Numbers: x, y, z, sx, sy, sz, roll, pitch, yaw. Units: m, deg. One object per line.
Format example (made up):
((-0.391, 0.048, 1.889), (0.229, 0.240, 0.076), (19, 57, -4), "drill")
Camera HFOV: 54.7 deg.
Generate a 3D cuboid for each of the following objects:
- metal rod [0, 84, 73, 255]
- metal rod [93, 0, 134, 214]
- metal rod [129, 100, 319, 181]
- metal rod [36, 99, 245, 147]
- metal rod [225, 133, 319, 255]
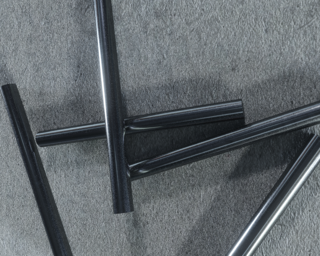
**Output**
((-0.189, 0.073, 0.475), (0.025, 0.025, 0.299), (-24, 82, 18), "metal rod")
((-0.063, -0.042, 0.409), (0.025, 0.025, 0.299), (-12, 78, 19), "metal rod")
((0.089, 0.014, 0.377), (0.300, 0.025, 0.025), (-20, 84, 18), "metal rod")
((-0.040, -0.003, 0.423), (0.301, 0.025, 0.025), (-8, 87, 19), "metal rod")
((0.105, 0.138, 0.371), (0.025, 0.025, 0.299), (34, 101, 17), "metal rod")
